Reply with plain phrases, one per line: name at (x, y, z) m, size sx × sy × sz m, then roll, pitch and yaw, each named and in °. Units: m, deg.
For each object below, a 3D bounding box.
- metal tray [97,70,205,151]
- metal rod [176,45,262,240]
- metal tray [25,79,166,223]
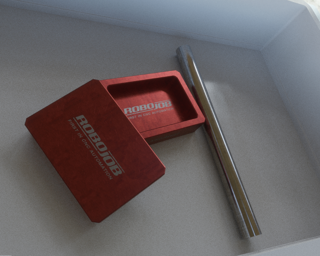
metal tray at (-0.013, -0.026, 0.412) m, size 0.131 × 0.030 × 0.090 m, roll -15°, pitch 70°, yaw -34°
metal rod at (0.077, 0.004, 0.446) m, size 0.025 × 0.025 × 0.299 m, roll -2°, pitch 63°, yaw -30°
metal tray at (-0.068, 0.023, 0.332) m, size 0.090 × 0.030 × 0.130 m, roll -35°, pitch 81°, yaw -16°
